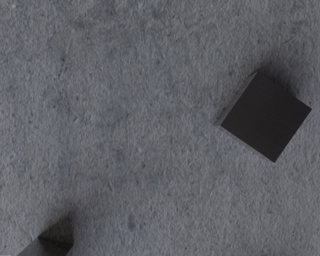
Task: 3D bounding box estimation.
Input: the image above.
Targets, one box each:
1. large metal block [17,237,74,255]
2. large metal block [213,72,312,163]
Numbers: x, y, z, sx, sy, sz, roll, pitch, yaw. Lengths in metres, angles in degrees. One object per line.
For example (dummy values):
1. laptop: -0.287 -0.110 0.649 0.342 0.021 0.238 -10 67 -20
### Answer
1. large metal block: -0.150 0.192 0.381 0.050 0.080 0.080 12 90 0
2. large metal block: 0.128 -0.013 0.399 0.080 0.050 0.080 35 90 -1
